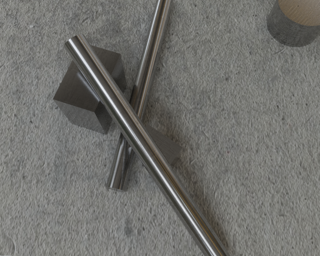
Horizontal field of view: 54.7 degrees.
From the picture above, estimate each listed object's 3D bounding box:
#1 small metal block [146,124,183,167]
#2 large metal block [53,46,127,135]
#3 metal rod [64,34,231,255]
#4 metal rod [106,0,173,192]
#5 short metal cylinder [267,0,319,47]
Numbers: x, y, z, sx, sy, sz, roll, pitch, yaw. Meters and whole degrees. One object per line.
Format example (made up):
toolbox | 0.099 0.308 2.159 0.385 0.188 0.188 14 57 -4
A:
small metal block | -0.001 0.027 0.385 0.050 0.050 0.025 34 74 11
large metal block | -0.084 -0.047 0.395 0.050 0.080 0.080 18 71 6
metal rod | -0.011 0.030 0.344 0.025 0.025 0.299 -34 94 -12
metal rod | -0.023 -0.062 0.430 0.025 0.025 0.299 11 70 4
short metal cylinder | 0.207 -0.168 0.459 0.081 0.050 0.080 0 70 0
